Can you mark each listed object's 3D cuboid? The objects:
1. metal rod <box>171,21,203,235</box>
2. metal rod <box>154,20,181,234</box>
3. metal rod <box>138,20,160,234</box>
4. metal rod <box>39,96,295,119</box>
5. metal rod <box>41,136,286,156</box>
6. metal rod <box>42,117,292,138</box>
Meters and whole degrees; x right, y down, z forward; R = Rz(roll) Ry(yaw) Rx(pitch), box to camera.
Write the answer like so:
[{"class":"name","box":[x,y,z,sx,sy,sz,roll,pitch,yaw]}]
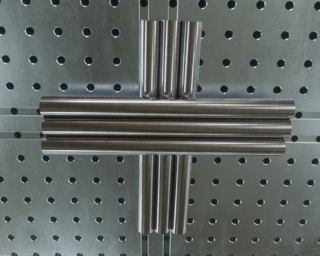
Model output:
[{"class":"metal rod","box":[0.033,0.014,0.419,0.025,0.025,0.298,2,110,-1]},{"class":"metal rod","box":[0.008,0.012,0.418,0.025,0.025,0.298,2,110,-1]},{"class":"metal rod","box":[-0.017,0.013,0.418,0.025,0.025,0.298,2,110,-1]},{"class":"metal rod","box":[0.009,-0.025,0.377,0.302,0.025,0.025,0,110,-1]},{"class":"metal rod","box":[0.005,0.022,0.395,0.302,0.025,0.025,0,110,-1]},{"class":"metal rod","box":[0.009,-0.001,0.386,0.302,0.025,0.025,0,110,-1]}]
